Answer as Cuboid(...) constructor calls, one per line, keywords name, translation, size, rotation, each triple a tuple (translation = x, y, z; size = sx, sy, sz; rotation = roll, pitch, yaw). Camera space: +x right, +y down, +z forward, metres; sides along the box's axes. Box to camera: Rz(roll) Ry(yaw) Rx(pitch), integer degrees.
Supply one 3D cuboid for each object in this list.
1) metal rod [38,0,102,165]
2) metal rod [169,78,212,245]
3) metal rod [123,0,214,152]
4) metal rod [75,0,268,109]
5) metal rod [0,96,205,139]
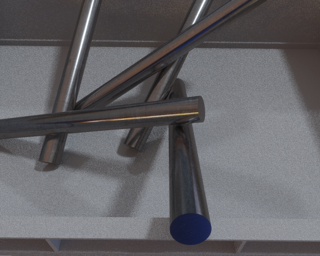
Cuboid(name="metal rod", translation=(-0.107, -0.101, 0.407), size=(0.025, 0.025, 0.299), rotation=(9, 76, 7))
Cuboid(name="metal rod", translation=(0.021, 0.000, 0.323), size=(0.025, 0.025, 0.300), rotation=(1, 24, 1))
Cuboid(name="metal rod", translation=(0.028, -0.108, 0.415), size=(0.025, 0.025, 0.299), rotation=(22, 79, 17))
Cuboid(name="metal rod", translation=(0.000, -0.087, 0.388), size=(0.300, 0.025, 0.025), rotation=(-32, 52, 10))
Cuboid(name="metal rod", translation=(-0.100, -0.006, 0.343), size=(0.301, 0.025, 0.025), rotation=(-5, 47, 22))
